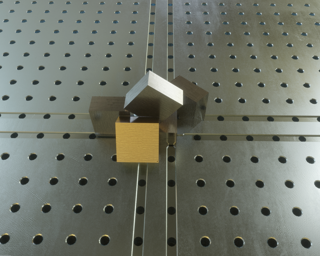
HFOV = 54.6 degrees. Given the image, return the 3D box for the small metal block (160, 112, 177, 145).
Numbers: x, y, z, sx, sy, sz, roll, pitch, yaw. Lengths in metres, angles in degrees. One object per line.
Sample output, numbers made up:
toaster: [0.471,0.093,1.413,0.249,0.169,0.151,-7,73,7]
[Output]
small metal block: [-0.003,-0.006,0.412,0.050,0.025,0.050,2,50,0]

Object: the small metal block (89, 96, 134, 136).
small metal block: [-0.061,-0.014,0.403,0.050,0.050,0.025,1,51,1]

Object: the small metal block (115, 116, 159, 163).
small metal block: [-0.026,0.014,0.377,0.050,0.050,0.025,1,18,1]

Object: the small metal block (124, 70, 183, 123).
small metal block: [-0.008,-0.034,0.375,0.050,0.050,0.025,27,45,-26]

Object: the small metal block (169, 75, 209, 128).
small metal block: [0.036,-0.036,0.422,0.050,0.050,0.025,36,58,26]
